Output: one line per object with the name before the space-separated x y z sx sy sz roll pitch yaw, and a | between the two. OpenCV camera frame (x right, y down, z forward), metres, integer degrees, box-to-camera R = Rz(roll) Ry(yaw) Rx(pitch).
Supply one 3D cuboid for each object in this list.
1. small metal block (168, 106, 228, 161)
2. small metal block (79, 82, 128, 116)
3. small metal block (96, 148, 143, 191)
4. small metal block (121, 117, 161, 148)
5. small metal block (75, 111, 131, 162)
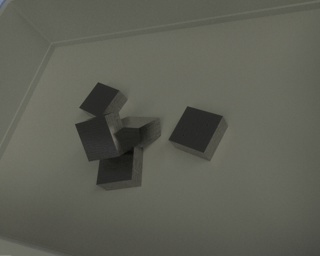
small metal block | 0.047 0.006 0.377 0.050 0.025 0.050 19 72 35
small metal block | -0.086 -0.037 0.472 0.050 0.025 0.050 24 74 36
small metal block | -0.051 0.051 0.400 0.050 0.025 0.050 -12 57 21
small metal block | -0.034 0.004 0.402 0.050 0.050 0.025 4 108 29
small metal block | -0.070 0.011 0.379 0.050 0.025 0.050 -13 100 33
